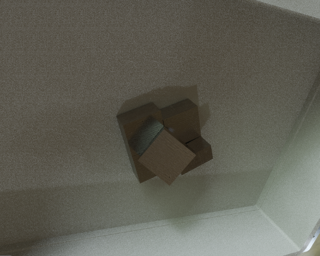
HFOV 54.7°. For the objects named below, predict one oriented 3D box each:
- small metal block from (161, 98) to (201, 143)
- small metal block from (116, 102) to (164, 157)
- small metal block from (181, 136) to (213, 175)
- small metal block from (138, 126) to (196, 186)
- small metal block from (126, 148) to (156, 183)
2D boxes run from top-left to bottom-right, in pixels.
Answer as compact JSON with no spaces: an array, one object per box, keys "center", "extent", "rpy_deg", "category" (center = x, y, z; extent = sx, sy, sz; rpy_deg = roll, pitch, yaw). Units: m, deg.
[{"center":[0.025,-0.005,0.419],"extent":[0.050,0.025,0.050],"rpy_deg":[-23,127,-15],"category":"small metal block"},{"center":[-0.023,0.001,0.397],"extent":[0.050,0.025,0.050],"rpy_deg":[-23,127,-15],"category":"small metal block"},{"center":[0.038,0.031,0.432],"extent":[0.050,0.050,0.025],"rpy_deg":[-26,128,-14],"category":"small metal block"},{"center":[0.009,0.034,0.386],"extent":[0.050,0.025,0.050],"rpy_deg":[39,97,-5],"category":"small metal block"},{"center":[-0.014,0.041,0.426],"extent":[0.050,0.025,0.050],"rpy_deg":[-23,127,-15],"category":"small metal block"}]
